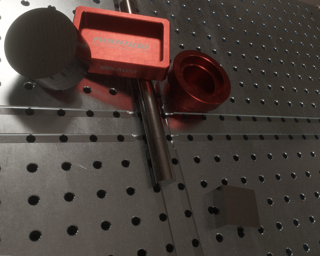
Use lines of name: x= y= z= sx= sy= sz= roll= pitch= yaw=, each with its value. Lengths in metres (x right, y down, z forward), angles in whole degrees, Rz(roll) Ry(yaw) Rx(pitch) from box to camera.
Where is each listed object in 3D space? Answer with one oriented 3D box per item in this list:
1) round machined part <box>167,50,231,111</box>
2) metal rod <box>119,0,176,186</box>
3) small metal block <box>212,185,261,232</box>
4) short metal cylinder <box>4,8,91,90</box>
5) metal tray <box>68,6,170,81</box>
round machined part: x=0.054 y=-0.067 z=0.469 sx=0.099 sy=0.042 sz=0.098 roll=14 pitch=56 yaw=-21
metal rod: x=-0.023 y=-0.066 z=0.437 sx=0.025 sy=0.025 sz=0.299 roll=1 pitch=61 yaw=-28
small metal block: x=0.098 y=0.104 z=0.399 sx=0.050 sy=0.025 sz=0.050 roll=13 pitch=56 yaw=-22
short metal cylinder: x=-0.125 y=-0.088 z=0.354 sx=0.080 sy=0.050 sz=0.080 roll=0 pitch=82 yaw=4
metal tray: x=-0.053 y=-0.116 z=0.424 sx=0.131 sy=0.030 sz=0.090 roll=6 pitch=61 yaw=-9
